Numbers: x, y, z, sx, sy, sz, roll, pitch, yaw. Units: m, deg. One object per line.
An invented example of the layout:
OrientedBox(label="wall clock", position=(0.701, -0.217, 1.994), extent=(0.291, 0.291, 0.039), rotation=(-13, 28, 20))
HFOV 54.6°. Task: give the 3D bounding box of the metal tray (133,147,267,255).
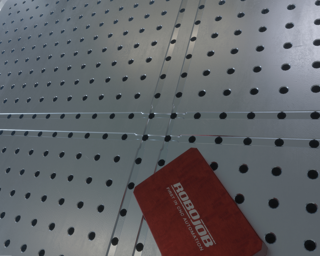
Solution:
OrientedBox(label="metal tray", position=(0.036, 0.095, 0.329), extent=(0.090, 0.030, 0.130), rotation=(-36, 51, 4))
